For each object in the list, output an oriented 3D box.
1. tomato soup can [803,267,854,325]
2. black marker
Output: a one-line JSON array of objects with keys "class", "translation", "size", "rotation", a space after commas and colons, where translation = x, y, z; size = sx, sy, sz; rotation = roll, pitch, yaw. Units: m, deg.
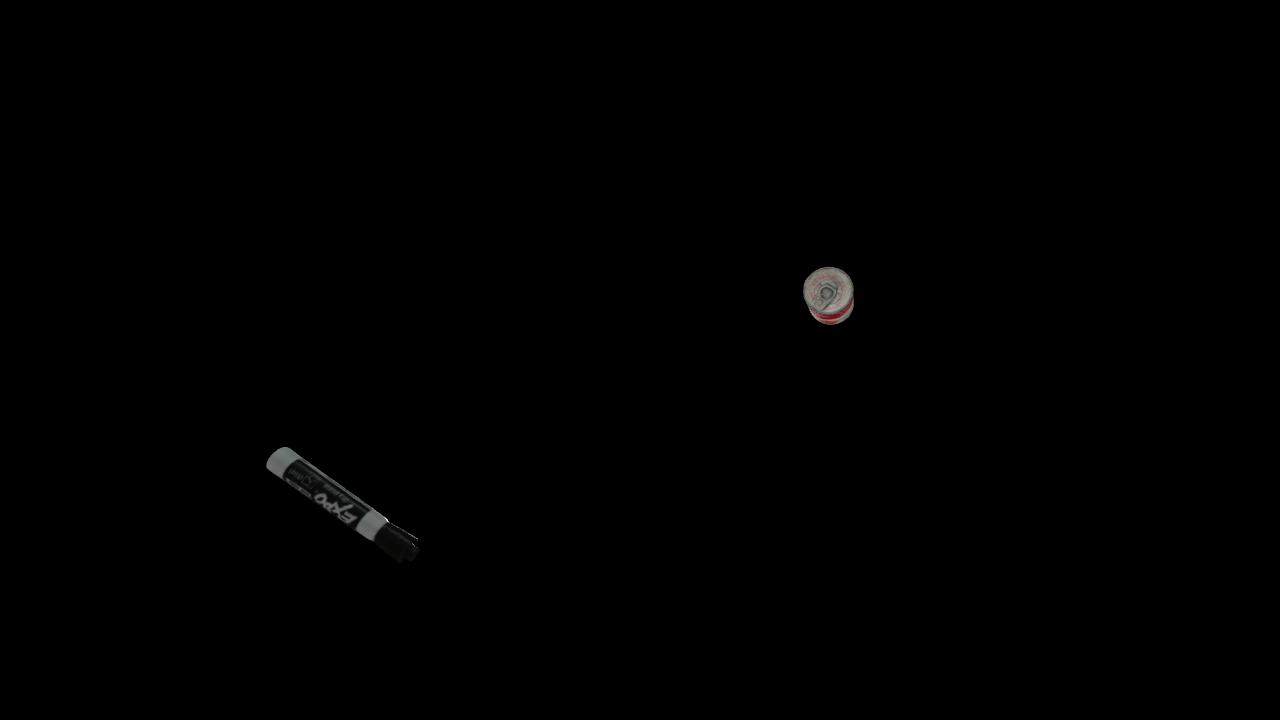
[{"class": "tomato soup can", "translation": [0.275, -0.091, 0.892], "size": [0.068, 0.068, 0.101], "rotation": [0, -5, 20]}, {"class": "black marker", "translation": [-0.200, 0.099, 0.416], "size": [0.121, 0.020, 0.020], "rotation": [31, 5, 9]}]
